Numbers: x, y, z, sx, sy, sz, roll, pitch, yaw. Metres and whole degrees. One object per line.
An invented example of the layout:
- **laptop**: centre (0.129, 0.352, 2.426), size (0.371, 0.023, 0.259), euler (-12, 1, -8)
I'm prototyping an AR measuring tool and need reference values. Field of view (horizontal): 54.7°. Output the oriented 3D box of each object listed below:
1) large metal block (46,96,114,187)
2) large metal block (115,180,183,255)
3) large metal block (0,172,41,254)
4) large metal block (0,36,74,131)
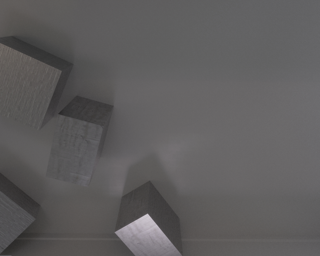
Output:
- **large metal block**: centre (-0.097, 0.013, 0.386), size (0.050, 0.080, 0.079), euler (16, 109, -6)
- **large metal block**: centre (-0.014, 0.134, 0.431), size (0.050, 0.080, 0.080), euler (-32, 107, 11)
- **large metal block**: centre (-0.229, 0.120, 0.428), size (0.080, 0.050, 0.080), euler (-45, 105, -5)
- **large metal block**: centre (-0.164, -0.055, 0.376), size (0.080, 0.050, 0.080), euler (24, 108, -9)
